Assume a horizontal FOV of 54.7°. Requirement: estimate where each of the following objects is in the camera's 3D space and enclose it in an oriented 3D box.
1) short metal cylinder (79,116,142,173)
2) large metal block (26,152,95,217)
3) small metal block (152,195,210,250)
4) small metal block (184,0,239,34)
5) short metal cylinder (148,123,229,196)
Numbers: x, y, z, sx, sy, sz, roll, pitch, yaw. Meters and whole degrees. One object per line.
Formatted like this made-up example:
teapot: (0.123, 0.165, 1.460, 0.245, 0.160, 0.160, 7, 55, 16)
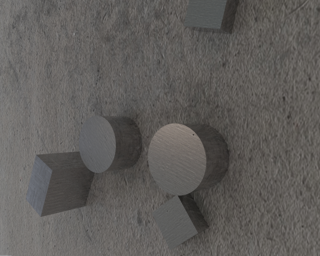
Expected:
short metal cylinder: (-0.072, 0.022, 0.448, 0.080, 0.050, 0.080, 0, 90, 40)
large metal block: (-0.159, 0.087, 0.500, 0.050, 0.081, 0.079, 30, 109, 36)
small metal block: (0.025, 0.115, 0.385, 0.050, 0.025, 0.050, -44, 64, 31)
small metal block: (0.060, -0.138, 0.356, 0.050, 0.025, 0.050, 20, 102, 38)
short metal cylinder: (0.033, 0.035, 0.362, 0.080, 0.050, 0.080, 0, 90, 40)
